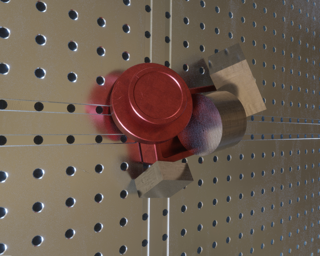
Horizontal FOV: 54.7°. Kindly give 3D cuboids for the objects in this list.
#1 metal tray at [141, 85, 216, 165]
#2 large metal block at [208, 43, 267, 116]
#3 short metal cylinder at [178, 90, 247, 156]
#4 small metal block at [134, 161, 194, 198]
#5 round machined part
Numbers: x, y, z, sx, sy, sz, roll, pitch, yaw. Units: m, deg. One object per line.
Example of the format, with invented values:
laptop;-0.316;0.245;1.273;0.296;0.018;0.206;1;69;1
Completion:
metal tray;0.031;-0.007;0.429;0.131;0.030;0.089;-15;100;-39
large metal block;0.111;-0.068;0.456;0.080;0.050;0.080;59;20;-24
short metal cylinder;0.065;-0.008;0.407;0.050;0.080;0.079;-12;98;-40
small metal block;0.005;0.066;0.390;0.050;0.050;0.025;10;50;-39
round machined part;-0.007;-0.032;0.363;0.099;0.042;0.098;4;75;-15
